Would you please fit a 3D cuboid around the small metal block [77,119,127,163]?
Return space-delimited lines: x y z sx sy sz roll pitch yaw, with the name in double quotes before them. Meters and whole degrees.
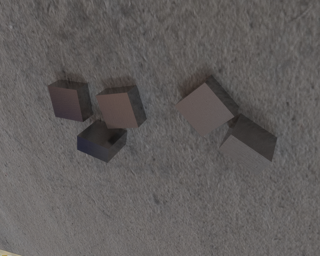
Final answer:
"small metal block" -0.082 0.017 0.443 0.050 0.050 0.025 21 126 15

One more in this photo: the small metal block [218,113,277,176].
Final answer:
"small metal block" 0.100 0.017 0.348 0.050 0.050 0.025 35 129 4

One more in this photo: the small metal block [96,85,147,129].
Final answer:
"small metal block" -0.051 -0.027 0.415 0.050 0.025 0.050 -2 118 28

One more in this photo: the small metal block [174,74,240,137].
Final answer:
"small metal block" 0.055 -0.025 0.362 0.050 0.025 0.050 48 128 -6

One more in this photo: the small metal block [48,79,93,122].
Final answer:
"small metal block" -0.129 -0.040 0.448 0.050 0.025 0.050 10 123 22
